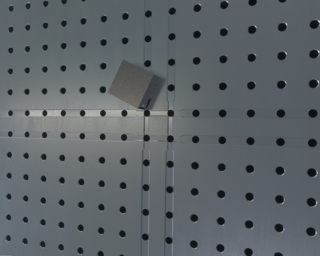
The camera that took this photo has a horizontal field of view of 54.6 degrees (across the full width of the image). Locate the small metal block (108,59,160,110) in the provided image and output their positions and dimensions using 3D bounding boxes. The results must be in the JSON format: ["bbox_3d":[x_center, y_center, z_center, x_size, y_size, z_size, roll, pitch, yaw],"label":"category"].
[{"bbox_3d":[-0.036,-0.059,0.426,0.050,0.025,0.050,29,99,17],"label":"small metal block"}]
